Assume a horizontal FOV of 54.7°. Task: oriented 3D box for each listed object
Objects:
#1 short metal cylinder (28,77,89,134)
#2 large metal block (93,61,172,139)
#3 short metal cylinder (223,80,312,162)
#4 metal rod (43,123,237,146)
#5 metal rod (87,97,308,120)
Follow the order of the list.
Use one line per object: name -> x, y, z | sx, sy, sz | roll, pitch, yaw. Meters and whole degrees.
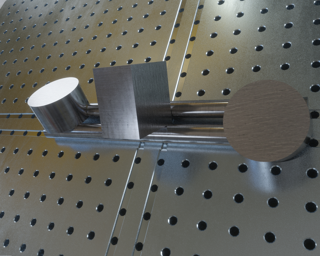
short metal cylinder -> -0.152, -0.036, 0.475 | 0.080, 0.050, 0.080 | -14, 34, 10
large metal block -> -0.029, -0.036, 0.372 | 0.050, 0.080, 0.079 | 1, 104, 29
short metal cylinder -> 0.112, -0.005, 0.319 | 0.080, 0.050, 0.080 | -4, 82, 28
metal rod -> -0.045, 0.006, 0.428 | 0.300, 0.025, 0.025 | 1, 62, 28
metal rod -> 0.028, -0.024, 0.407 | 0.300, 0.025, 0.025 | 1, 62, 28
